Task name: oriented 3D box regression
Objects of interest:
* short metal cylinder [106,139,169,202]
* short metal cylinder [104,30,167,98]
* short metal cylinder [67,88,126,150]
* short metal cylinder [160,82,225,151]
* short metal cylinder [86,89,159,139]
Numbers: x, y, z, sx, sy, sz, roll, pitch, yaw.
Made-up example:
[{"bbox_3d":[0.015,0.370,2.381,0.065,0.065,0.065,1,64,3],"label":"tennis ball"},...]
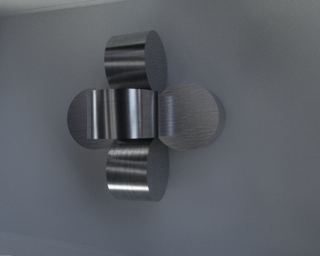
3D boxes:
[{"bbox_3d":[-0.025,0.050,0.388,0.050,0.080,0.080,-2,90,19],"label":"short metal cylinder"},{"bbox_3d":[-0.027,-0.078,0.389,0.050,0.080,0.080,-2,90,19],"label":"short metal cylinder"},{"bbox_3d":[-0.077,-0.012,0.423,0.080,0.050,0.080,0,90,20],"label":"short metal cylinder"},{"bbox_3d":[0.036,-0.013,0.382,0.080,0.050,0.080,0,90,20],"label":"short metal cylinder"},{"bbox_3d":[-0.041,-0.014,0.347,0.080,0.080,0.050,-1,90,20],"label":"short metal cylinder"}]
